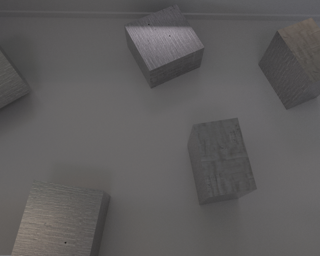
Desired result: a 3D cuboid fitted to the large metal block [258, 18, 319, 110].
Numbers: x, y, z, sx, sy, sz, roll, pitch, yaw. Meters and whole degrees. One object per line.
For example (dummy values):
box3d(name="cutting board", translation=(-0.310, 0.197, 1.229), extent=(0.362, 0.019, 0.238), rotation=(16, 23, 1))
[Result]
box3d(name="large metal block", translation=(0.184, -0.082, 0.412), extent=(0.050, 0.080, 0.080), rotation=(-22, 72, -8))

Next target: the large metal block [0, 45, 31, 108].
box3d(name="large metal block", translation=(-0.229, -0.066, 0.395), extent=(0.080, 0.080, 0.050), rotation=(-34, 38, -11))

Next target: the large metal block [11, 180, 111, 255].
box3d(name="large metal block", translation=(-0.108, 0.109, 0.356), extent=(0.080, 0.050, 0.080), rotation=(8, 70, 3))

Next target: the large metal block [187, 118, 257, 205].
box3d(name="large metal block", translation=(0.068, 0.043, 0.365), extent=(0.050, 0.080, 0.080), rotation=(-9, 70, -3))

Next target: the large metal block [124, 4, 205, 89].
box3d(name="large metal block", translation=(0.005, -0.115, 0.438), extent=(0.080, 0.050, 0.080), rotation=(-25, 72, -9))
